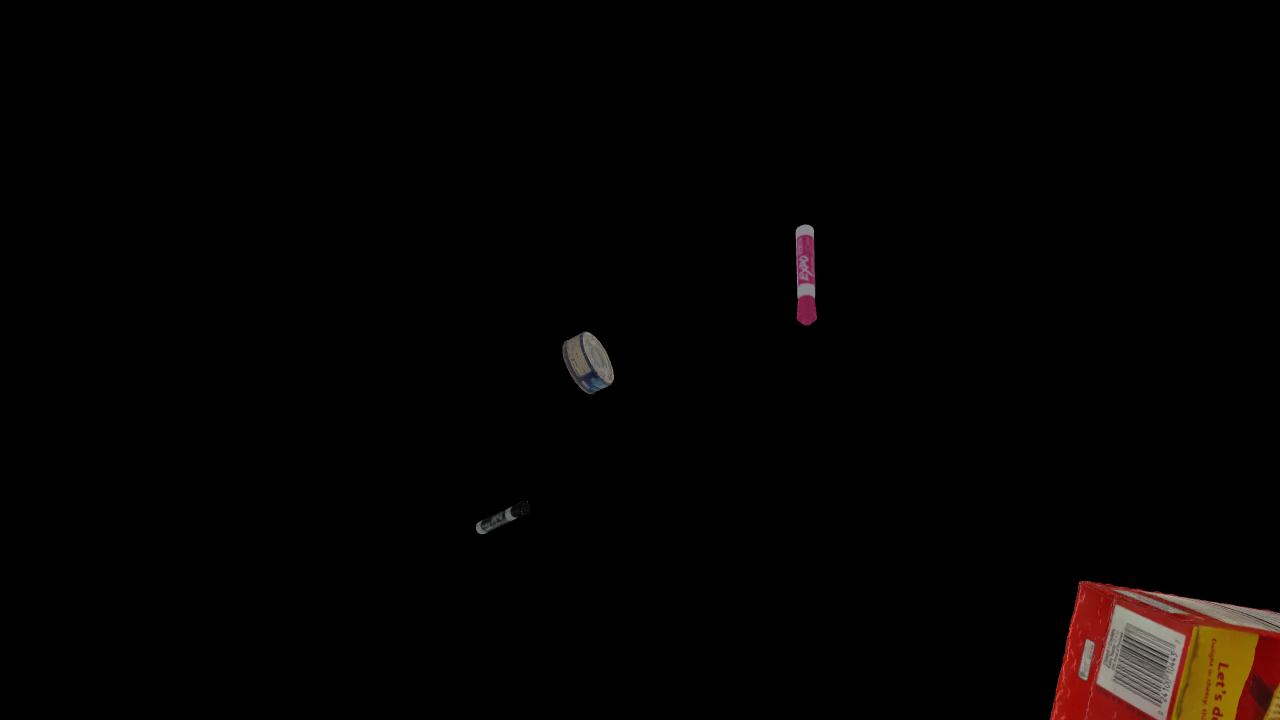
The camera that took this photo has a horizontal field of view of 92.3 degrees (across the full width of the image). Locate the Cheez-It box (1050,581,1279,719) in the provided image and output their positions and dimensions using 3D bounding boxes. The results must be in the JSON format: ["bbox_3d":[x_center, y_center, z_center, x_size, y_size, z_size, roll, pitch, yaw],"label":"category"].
[{"bbox_3d":[0.350,0.230,0.354,0.223,0.166,0.071,12,0,-13],"label":"Cheez-It box"}]

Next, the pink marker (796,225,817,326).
[{"bbox_3d":[0.165,-0.085,0.612,0.020,0.121,0.020,6,-32,4],"label":"pink marker"}]

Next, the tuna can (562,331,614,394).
[{"bbox_3d":[-0.070,0.003,0.855,0.034,0.084,0.084,-26,-8,15],"label":"tuna can"}]

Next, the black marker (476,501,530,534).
[{"bbox_3d":[-0.186,0.215,0.838,0.020,0.020,0.121,0,-24,-45],"label":"black marker"}]
